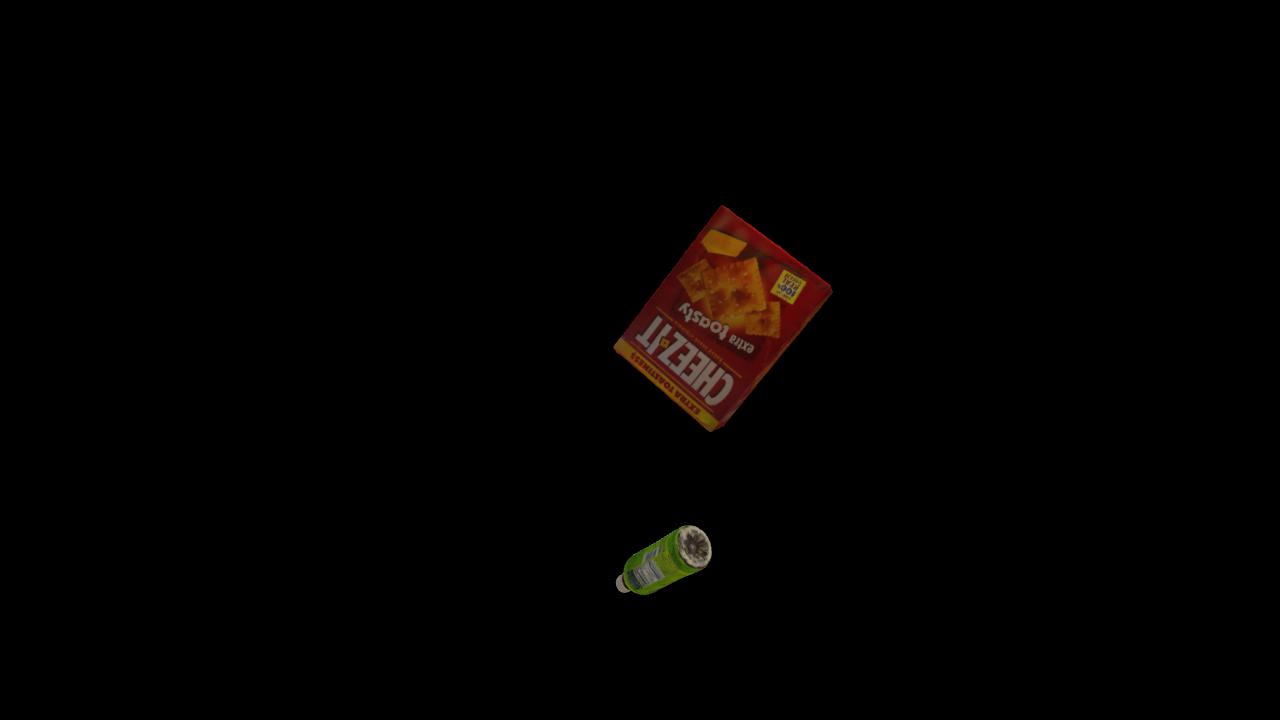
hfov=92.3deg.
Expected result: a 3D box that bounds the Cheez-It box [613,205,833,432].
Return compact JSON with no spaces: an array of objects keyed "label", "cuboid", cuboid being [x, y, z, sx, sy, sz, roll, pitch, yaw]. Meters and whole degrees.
[{"label":"Cheez-It box","cuboid":[0.099,-0.049,0.753,0.166,0.223,0.071,41,14,15]}]

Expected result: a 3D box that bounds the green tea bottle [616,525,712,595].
[{"label":"green tea bottle","cuboid":[0.026,0.330,0.984,0.073,0.073,0.212,0,-29,-40]}]
